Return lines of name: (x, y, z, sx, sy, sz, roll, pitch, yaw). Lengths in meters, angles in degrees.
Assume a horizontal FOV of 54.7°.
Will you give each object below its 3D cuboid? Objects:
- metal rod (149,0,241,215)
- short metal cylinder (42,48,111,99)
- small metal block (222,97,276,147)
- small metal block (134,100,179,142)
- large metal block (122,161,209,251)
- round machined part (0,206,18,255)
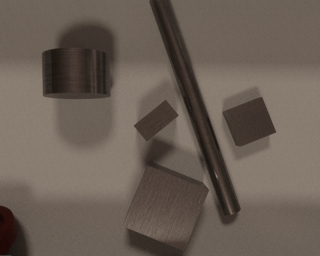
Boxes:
metal rod: (0.047, -0.030, 0.412, 0.025, 0.025, 0.298, -19, 90, 0)
short metal cylinder: (-0.102, -0.064, 0.383, 0.081, 0.080, 0.050, -1, 90, -1)
small metal block: (0.118, -0.008, 0.413, 0.050, 0.025, 0.050, -22, 90, -1)
small metal block: (-0.005, -0.009, 0.399, 0.050, 0.050, 0.025, -39, 90, 0)
large metal block: (0.007, 0.097, 0.399, 0.080, 0.050, 0.080, 22, 90, -1)
round machined part: (-0.225, 0.142, 0.377, 0.099, 0.098, 0.042, -6, 115, -1)
